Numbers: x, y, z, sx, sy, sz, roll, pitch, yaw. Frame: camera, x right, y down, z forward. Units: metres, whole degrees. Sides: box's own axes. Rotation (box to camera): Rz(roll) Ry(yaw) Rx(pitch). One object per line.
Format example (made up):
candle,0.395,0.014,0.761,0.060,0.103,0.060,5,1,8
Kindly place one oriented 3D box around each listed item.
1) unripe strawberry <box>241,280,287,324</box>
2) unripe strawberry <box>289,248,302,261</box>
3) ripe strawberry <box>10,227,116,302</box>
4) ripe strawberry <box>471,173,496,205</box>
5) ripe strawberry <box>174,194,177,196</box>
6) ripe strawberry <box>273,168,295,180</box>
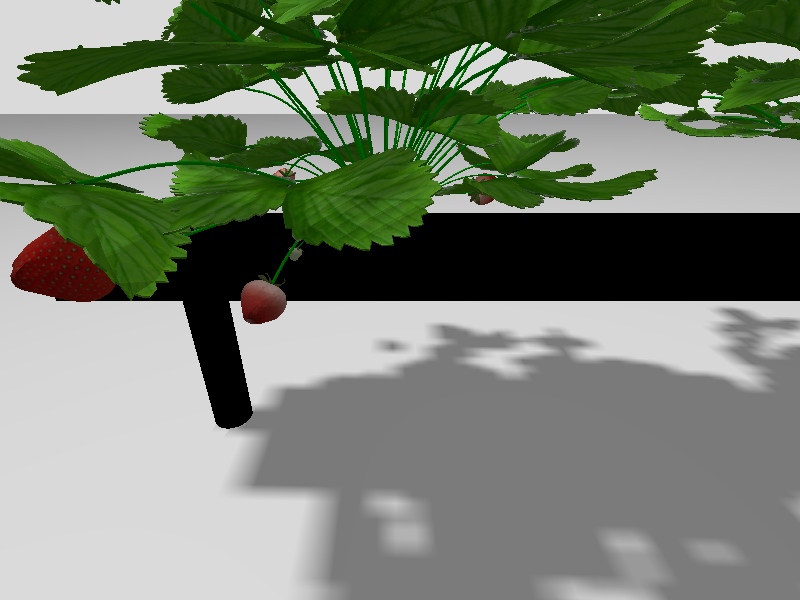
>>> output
unripe strawberry,-0.073,0.002,0.211,0.024,0.024,0.021,9,-37,18
unripe strawberry,-0.079,-0.035,0.302,0.011,0.010,0.010,24,4,39
ripe strawberry,-0.192,-0.020,0.230,0.049,0.047,0.045,-19,33,-33
ripe strawberry,0.096,-0.123,0.444,0.033,0.035,0.031,-22,34,-38
ripe strawberry,-0.222,-0.117,0.430,0.037,0.037,0.041,10,28,20
ripe strawberry,-0.150,-0.154,0.514,0.031,0.026,0.031,-19,8,-33
